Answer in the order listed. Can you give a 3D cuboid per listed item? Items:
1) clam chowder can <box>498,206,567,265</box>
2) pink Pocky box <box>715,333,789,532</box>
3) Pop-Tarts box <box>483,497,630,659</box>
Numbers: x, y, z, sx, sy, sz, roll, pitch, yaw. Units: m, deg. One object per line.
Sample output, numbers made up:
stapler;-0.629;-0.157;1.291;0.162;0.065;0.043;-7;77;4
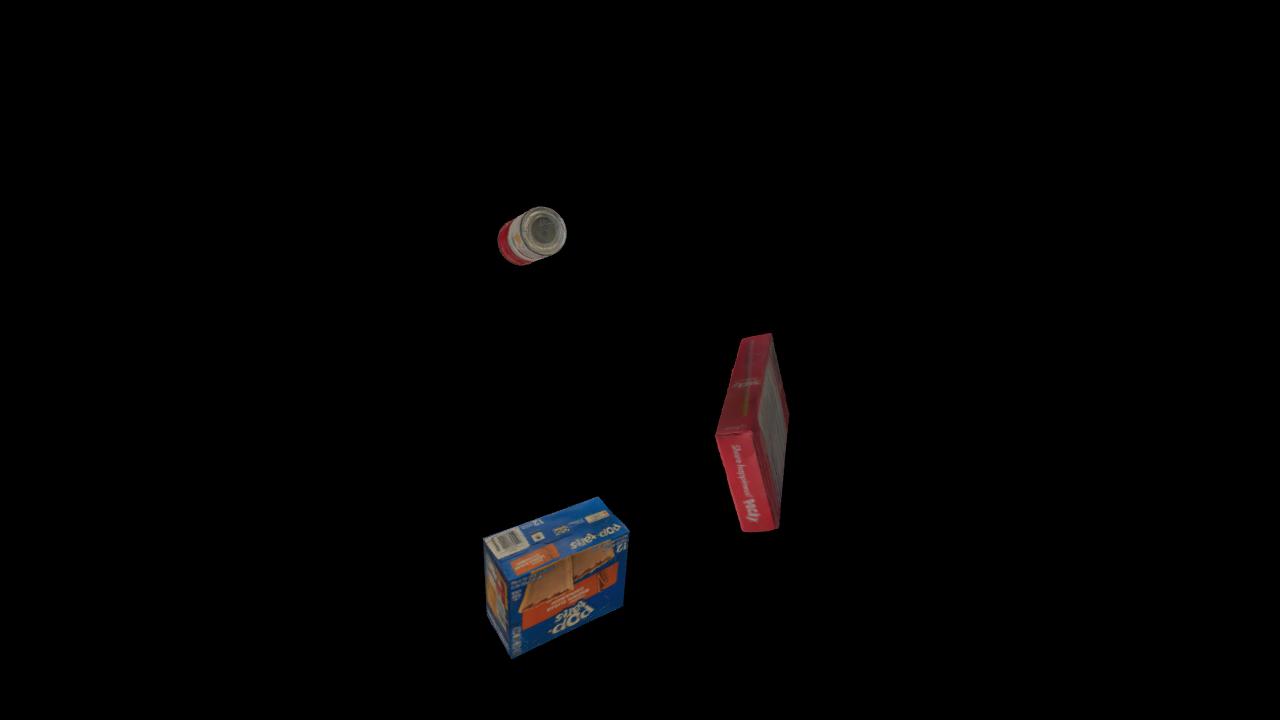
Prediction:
clam chowder can;-0.151;-0.171;0.857;0.068;0.068;0.102;0;1;-30
pink Pocky box;0.091;0.049;0.475;0.029;0.084;0.155;-9;24;21
Pop-Tarts box;-0.107;0.278;0.797;0.167;0.141;0.083;-13;33;-31
